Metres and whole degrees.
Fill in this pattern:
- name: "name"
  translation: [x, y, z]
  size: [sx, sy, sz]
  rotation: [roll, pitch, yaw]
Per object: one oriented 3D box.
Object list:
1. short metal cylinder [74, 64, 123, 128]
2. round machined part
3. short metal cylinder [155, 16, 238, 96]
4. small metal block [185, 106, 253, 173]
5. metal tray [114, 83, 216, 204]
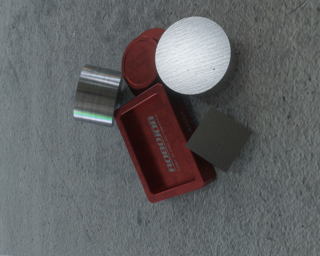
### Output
- name: "short metal cylinder"
  translation: [-0.084, -0.044, 0.431]
  size: [0.050, 0.080, 0.079]
  rotation: [12, 101, -5]
- name: "round machined part"
  translation: [-0.012, -0.082, 0.406]
  size: [0.098, 0.042, 0.097]
  rotation: [0, 90, 40]
- name: "short metal cylinder"
  translation: [0.042, -0.075, 0.342]
  size: [0.080, 0.050, 0.079]
  rotation: [1, 92, 22]
- name: "small metal block"
  translation: [0.062, 0.013, 0.332]
  size: [0.050, 0.025, 0.050]
  rotation: [33, 88, 6]
- name: "metal tray"
  translation: [0.003, 0.020, 0.386]
  size: [0.090, 0.030, 0.129]
  rotation: [-28, 82, 36]
